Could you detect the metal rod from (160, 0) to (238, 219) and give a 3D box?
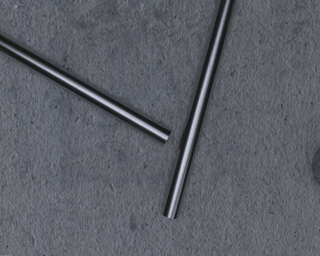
[{"bbox_3d":[0.052,-0.029,0.410,0.025,0.025,0.298,15,90,0],"label":"metal rod"}]

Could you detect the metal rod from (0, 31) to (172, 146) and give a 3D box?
[{"bbox_3d":[-0.121,-0.061,0.408,0.301,0.025,0.025,30,90,0],"label":"metal rod"}]

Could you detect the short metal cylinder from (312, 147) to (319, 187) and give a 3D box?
[{"bbox_3d":[0.249,0.053,0.400,0.081,0.050,0.080,0,90,0],"label":"short metal cylinder"}]
